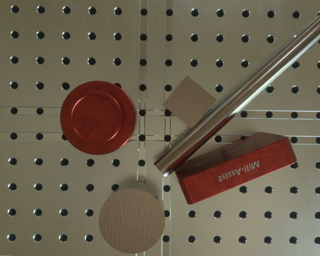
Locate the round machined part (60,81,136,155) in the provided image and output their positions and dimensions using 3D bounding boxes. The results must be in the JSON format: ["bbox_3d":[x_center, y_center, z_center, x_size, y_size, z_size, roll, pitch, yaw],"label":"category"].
[{"bbox_3d":[-0.081,-0.013,0.404,0.099,0.042,0.097,0,90,-1],"label":"round machined part"}]

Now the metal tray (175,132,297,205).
[{"bbox_3d":[0.085,0.045,0.381,0.131,0.090,0.030,-22,93,-1],"label":"metal tray"}]

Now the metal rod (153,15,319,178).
[{"bbox_3d":[0.112,-0.045,0.403,0.301,0.025,0.025,-41,90,-5],"label":"metal rod"}]

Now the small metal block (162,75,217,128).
[{"bbox_3d":[0.038,-0.033,0.414,0.050,0.025,0.050,40,90,0],"label":"small metal block"}]

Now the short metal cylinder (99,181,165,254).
[{"bbox_3d":[-0.034,0.113,0.401,0.081,0.050,0.079,0,90,-1],"label":"short metal cylinder"}]
